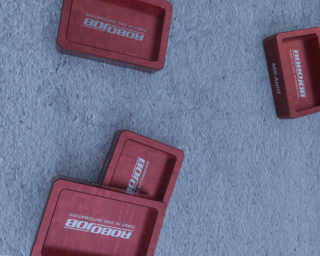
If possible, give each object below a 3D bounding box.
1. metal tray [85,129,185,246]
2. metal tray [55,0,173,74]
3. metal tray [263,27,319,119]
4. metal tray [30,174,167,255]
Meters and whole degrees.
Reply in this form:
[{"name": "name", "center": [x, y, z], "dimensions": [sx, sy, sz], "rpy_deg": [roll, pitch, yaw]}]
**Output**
[{"name": "metal tray", "center": [-0.032, 0.076, 0.394], "dimensions": [0.091, 0.030, 0.130], "rpy_deg": [22, 83, -19]}, {"name": "metal tray", "center": [-0.055, -0.126, 0.385], "dimensions": [0.131, 0.030, 0.089], "rpy_deg": [9, 87, -20]}, {"name": "metal tray", "center": [0.218, -0.086, 0.486], "dimensions": [0.091, 0.030, 0.129], "rpy_deg": [-14, 95, -20]}, {"name": "metal tray", "center": [-0.066, 0.112, 0.349], "dimensions": [0.131, 0.030, 0.090], "rpy_deg": [18, 84, -19]}]
